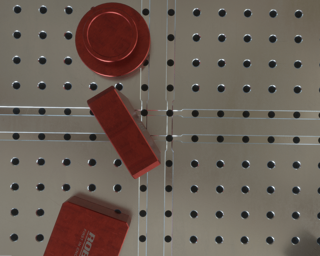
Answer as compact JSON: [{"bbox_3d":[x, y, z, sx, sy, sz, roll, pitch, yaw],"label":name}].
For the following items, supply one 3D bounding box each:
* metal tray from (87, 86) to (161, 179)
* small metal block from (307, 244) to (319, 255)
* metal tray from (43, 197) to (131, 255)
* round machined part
[{"bbox_3d":[-0.035,0.004,0.360,0.030,0.130,0.090,-32,90,0],"label":"metal tray"},{"bbox_3d":[0.214,0.184,0.402,0.050,0.050,0.025,-44,90,0],"label":"small metal block"},{"bbox_3d":[-0.103,0.168,0.410,0.090,0.030,0.129,20,90,0],"label":"metal tray"},{"bbox_3d":[-0.062,-0.116,0.404,0.099,0.042,0.097,0,90,0],"label":"round machined part"}]
